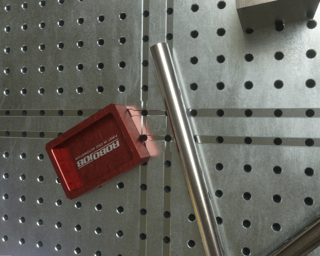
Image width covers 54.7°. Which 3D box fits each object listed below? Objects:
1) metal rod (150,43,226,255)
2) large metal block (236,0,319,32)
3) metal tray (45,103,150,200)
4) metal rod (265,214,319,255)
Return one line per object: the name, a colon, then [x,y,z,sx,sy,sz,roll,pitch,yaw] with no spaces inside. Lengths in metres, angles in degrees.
metal rod: [0.037,0.035,0.398,0.025,0.025,0.298,-17,85,19]
large metal block: [0.126,-0.149,0.339,0.080,0.080,0.050,-6,88,19]
metal tray: [-0.091,0.034,0.440,0.130,0.030,0.090,-29,81,17]
metal rod: [0.172,0.122,0.351,0.299,0.025,0.025,-45,76,14]
